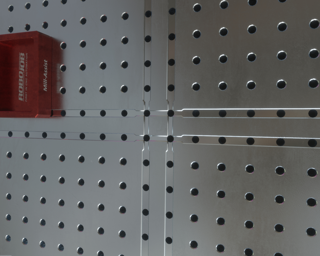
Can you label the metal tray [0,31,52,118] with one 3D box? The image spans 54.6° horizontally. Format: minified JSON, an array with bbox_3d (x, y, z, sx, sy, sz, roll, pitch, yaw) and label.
[{"bbox_3d":[-0.217,-0.081,0.487,0.090,0.030,0.129,1,90,20],"label":"metal tray"}]
